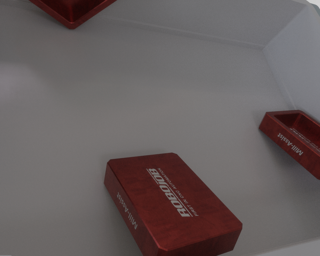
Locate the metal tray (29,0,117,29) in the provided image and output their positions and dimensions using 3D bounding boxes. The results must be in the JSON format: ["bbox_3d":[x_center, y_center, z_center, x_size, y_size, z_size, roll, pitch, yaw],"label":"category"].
[{"bbox_3d":[-0.096,-0.186,0.382,0.090,0.130,0.030,28,43,-55],"label":"metal tray"}]

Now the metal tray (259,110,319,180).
[{"bbox_3d":[0.230,0.020,0.477,0.091,0.030,0.130,-5,38,-30],"label":"metal tray"}]

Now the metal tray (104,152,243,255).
[{"bbox_3d":[0.007,0.076,0.317,0.091,0.030,0.130,-4,30,-30],"label":"metal tray"}]
